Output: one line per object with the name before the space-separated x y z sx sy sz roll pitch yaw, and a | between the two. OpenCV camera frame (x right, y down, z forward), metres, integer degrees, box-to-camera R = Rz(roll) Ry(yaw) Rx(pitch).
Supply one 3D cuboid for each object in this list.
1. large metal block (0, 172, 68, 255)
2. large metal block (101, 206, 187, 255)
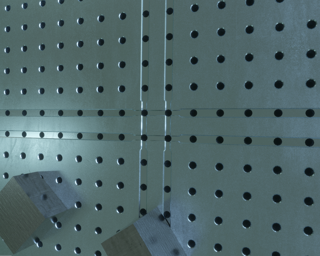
large metal block | -0.203 0.126 0.469 0.080 0.050 0.080 46 104 14
large metal block | -0.015 0.155 0.388 0.050 0.080 0.080 -36 79 16
